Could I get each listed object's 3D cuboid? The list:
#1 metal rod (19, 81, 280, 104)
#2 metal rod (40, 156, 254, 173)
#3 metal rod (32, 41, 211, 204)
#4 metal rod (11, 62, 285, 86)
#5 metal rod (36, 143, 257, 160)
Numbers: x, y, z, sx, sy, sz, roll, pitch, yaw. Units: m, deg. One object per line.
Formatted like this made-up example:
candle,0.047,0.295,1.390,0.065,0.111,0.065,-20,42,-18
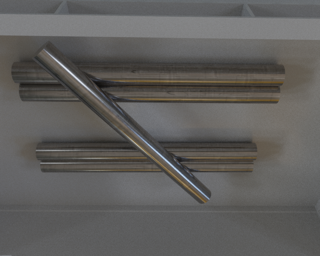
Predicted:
metal rod,-0.011,-0.043,0.370,0.302,0.025,0.025,0,130,-1
metal rod,-0.018,0.052,0.451,0.302,0.025,0.025,0,130,-1
metal rod,-0.026,0.012,0.385,0.025,0.025,0.300,-31,124,23
metal rod,-0.012,-0.062,0.354,0.302,0.025,0.025,0,130,-1
metal rod,-0.018,0.033,0.434,0.302,0.025,0.025,0,130,-1
